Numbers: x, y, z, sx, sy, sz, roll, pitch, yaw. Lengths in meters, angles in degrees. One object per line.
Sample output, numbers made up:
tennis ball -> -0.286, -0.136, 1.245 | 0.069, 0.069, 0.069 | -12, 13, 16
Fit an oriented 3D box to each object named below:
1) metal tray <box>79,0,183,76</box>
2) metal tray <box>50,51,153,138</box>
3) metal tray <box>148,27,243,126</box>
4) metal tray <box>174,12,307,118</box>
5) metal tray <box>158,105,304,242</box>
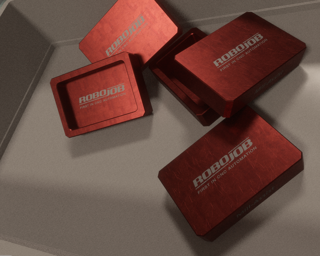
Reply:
metal tray -> -0.044, -0.129, 0.448 | 0.130, 0.030, 0.090 | -40, 91, 22
metal tray -> -0.085, -0.045, 0.442 | 0.130, 0.030, 0.089 | -15, 92, 19
metal tray -> 0.054, -0.073, 0.418 | 0.090, 0.030, 0.130 | -40, 51, 0
metal tray -> 0.093, -0.079, 0.365 | 0.131, 0.030, 0.090 | -35, 61, -20
metal tray -> 0.073, 0.046, 0.335 | 0.130, 0.030, 0.090 | -39, 51, 1
